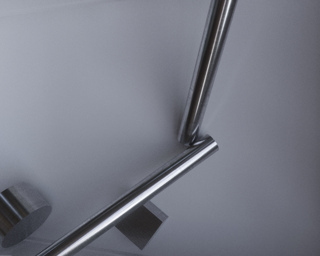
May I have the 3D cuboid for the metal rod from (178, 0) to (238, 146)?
[{"bbox_3d":[0.058,-0.103,0.313,0.025,0.025,0.298,25,128,18],"label":"metal rod"}]

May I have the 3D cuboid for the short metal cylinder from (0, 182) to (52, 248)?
[{"bbox_3d":[-0.208,0.126,0.453,0.050,0.080,0.080,42,103,15],"label":"short metal cylinder"}]

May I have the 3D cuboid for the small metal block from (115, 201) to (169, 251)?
[{"bbox_3d":[-0.025,0.126,0.418,0.050,0.025,0.050,37,102,16],"label":"small metal block"}]

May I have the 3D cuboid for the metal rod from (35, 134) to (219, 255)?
[{"bbox_3d":[-0.057,0.101,0.363,0.301,0.025,0.025,-34,78,-10],"label":"metal rod"}]
